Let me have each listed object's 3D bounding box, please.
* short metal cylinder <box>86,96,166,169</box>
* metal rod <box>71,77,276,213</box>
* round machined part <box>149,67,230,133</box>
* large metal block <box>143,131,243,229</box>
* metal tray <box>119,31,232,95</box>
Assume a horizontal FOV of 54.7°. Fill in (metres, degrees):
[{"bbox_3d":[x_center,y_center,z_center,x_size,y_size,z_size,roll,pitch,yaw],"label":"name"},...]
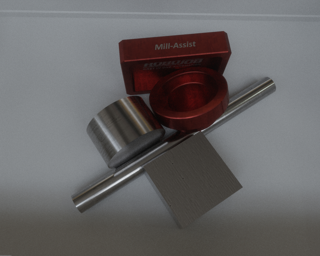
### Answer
[{"bbox_3d":[-0.041,0.006,0.376,0.080,0.080,0.050,-32,74,-11],"label":"short metal cylinder"},{"bbox_3d":[0.026,0.016,0.403,0.301,0.025,0.025,-31,73,-11],"label":"metal rod"},{"bbox_3d":[0.039,-0.032,0.396,0.098,0.042,0.098,-10,44,10],"label":"round machined part"},{"bbox_3d":[0.036,0.063,0.371,0.080,0.050,0.080,-31,73,-11],"label":"large metal block"},{"bbox_3d":[0.017,-0.081,0.402,0.131,0.090,0.030,-6,71,-3],"label":"metal tray"}]
